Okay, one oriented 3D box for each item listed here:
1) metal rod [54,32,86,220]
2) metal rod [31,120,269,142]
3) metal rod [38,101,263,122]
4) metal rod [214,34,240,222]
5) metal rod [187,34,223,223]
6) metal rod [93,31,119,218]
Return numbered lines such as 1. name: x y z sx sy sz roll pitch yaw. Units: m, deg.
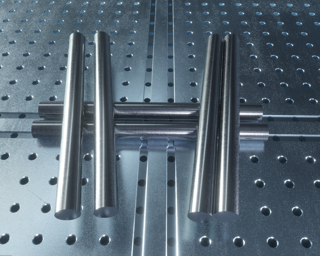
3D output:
1. metal rod: -0.111 -0.028 0.399 0.025 0.025 0.300 -6 50 -5
2. metal rod: -0.013 0.004 0.406 0.302 0.025 0.025 1 50 0
3. metal rod: -0.013 -0.023 0.428 0.302 0.025 0.025 1 50 0
4. metal rod: 0.090 -0.026 0.399 0.025 0.025 0.300 7 50 6
5. metal rod: 0.064 -0.026 0.398 0.025 0.025 0.300 7 50 6
6. metal rod: -0.073 -0.030 0.401 0.025 0.025 0.300 -6 50 -5
